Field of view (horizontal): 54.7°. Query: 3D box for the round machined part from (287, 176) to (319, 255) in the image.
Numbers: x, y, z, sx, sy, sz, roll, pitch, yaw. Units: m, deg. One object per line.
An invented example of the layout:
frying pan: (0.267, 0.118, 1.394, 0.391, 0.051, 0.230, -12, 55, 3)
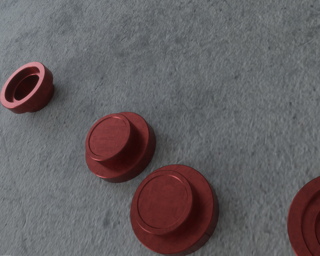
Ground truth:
round machined part: (0.160, 0.088, 0.255, 0.098, 0.042, 0.098, -13, 56, 20)

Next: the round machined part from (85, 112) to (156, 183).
round machined part: (-0.059, 0.020, 0.410, 0.098, 0.042, 0.098, -13, 56, 20)

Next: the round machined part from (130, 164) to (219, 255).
round machined part: (0.010, 0.084, 0.335, 0.098, 0.042, 0.098, -13, 56, 20)

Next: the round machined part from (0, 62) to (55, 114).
round machined part: (-0.229, -0.067, 0.551, 0.098, 0.042, 0.098, -13, 56, 20)
